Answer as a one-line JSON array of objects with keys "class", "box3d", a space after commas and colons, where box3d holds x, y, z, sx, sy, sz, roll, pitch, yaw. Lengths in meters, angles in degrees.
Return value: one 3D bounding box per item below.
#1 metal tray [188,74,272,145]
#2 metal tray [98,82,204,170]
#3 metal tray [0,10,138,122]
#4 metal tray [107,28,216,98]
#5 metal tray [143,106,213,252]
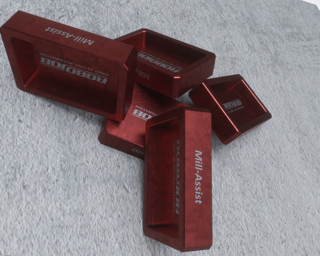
[{"class": "metal tray", "box3d": [0.109, -0.033, 0.462, 0.131, 0.030, 0.090, -19, 71, -51]}, {"class": "metal tray", "box3d": [-0.004, -0.001, 0.402, 0.131, 0.030, 0.090, 23, 53, -15]}, {"class": "metal tray", "box3d": [-0.094, -0.062, 0.332, 0.131, 0.089, 0.030, 18, 53, 2]}, {"class": "metal tray", "box3d": [-0.003, -0.093, 0.421, 0.130, 0.030, 0.091, 29, 45, 27]}, {"class": "metal tray", "box3d": [0.015, 0.049, 0.318, 0.030, 0.090, 0.129, 5, 80, -26]}]
